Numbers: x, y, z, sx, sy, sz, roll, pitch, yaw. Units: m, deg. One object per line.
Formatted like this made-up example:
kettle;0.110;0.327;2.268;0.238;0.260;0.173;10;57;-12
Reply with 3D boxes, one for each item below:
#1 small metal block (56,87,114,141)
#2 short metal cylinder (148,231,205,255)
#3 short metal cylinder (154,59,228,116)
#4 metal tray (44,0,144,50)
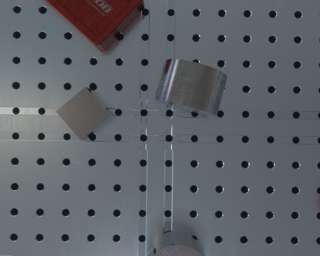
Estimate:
small metal block;-0.099;-0.019;0.413;0.050;0.025;0.050;-41;90;0
short metal cylinder;0.022;0.182;0.401;0.081;0.050;0.079;0;90;0
short metal cylinder;0.038;-0.049;0.386;0.080;0.080;0.050;15;90;0
metal tray;-0.097;-0.179;0.409;0.130;0.030;0.090;42;90;0
